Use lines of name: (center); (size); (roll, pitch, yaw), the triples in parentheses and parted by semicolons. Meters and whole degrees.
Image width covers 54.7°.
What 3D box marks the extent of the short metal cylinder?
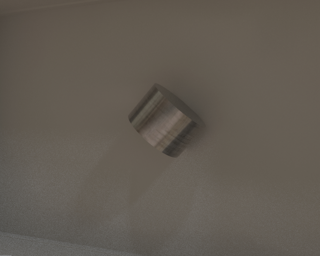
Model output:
short metal cylinder: (0.009, -0.010, 0.378); (0.080, 0.080, 0.050); (44, 104, 14)
